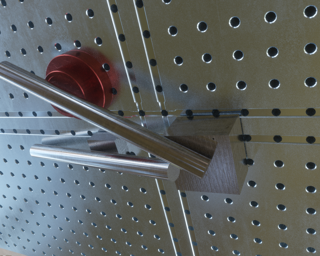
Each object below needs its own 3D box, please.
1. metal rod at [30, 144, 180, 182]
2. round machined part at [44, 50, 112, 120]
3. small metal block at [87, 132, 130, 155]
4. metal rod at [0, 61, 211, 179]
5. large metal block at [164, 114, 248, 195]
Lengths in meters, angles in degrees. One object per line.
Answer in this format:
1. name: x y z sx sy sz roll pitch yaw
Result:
1. metal rod: -0.101 0.045 0.455 0.300 0.025 0.025 2 120 38
2. round machined part: -0.119 -0.053 0.427 0.098 0.042 0.097 13 124 20
3. small metal block: -0.076 0.034 0.471 0.050 0.025 0.050 0 118 28
4. metal rod: -0.080 -0.017 0.379 0.301 0.025 0.025 25 127 15
5. large metal block: 0.057 0.031 0.380 0.080 0.050 0.080 -2 118 28
